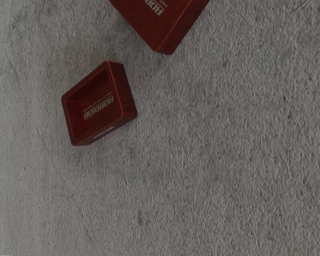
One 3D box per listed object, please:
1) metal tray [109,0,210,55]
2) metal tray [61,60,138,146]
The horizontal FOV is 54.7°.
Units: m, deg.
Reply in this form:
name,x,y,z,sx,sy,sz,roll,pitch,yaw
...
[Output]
name,x,y,z,sx,sy,sz,roll,pitch,yaw
metal tray,-0.007,-0.170,0.407,0.090,0.030,0.130,-52,60,27
metal tray,-0.099,-0.035,0.483,0.130,0.030,0.090,-27,73,36
